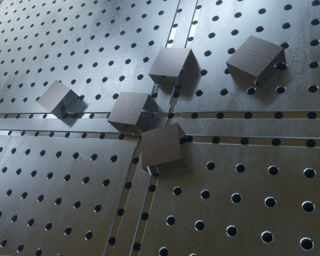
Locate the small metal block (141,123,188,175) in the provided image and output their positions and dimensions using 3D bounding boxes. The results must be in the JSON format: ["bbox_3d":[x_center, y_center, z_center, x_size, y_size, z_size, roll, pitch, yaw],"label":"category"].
[{"bbox_3d":[0.005,0.027,0.388,0.050,0.025,0.050,-16,55,18],"label":"small metal block"}]

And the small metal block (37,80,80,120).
[{"bbox_3d":[-0.173,-0.048,0.526,0.050,0.025,0.050,30,78,37],"label":"small metal block"}]

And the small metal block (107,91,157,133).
[{"bbox_3d":[-0.040,-0.023,0.442,0.050,0.025,0.050,8,66,31],"label":"small metal block"}]

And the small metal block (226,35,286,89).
[{"bbox_3d":[0.122,-0.085,0.396,0.050,0.025,0.050,-47,52,-5],"label":"small metal block"}]

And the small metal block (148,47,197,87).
[{"bbox_3d":[0.019,-0.090,0.452,0.050,0.025,0.050,12,67,32],"label":"small metal block"}]
